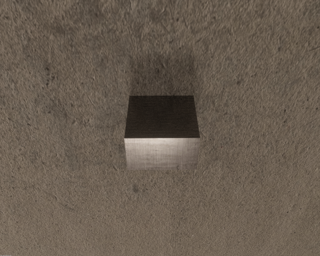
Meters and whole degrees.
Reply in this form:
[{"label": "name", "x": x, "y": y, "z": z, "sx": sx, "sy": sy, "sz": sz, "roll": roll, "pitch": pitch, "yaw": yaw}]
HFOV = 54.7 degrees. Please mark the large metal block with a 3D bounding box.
[{"label": "large metal block", "x": 0.002, "y": 0.004, "z": 0.375, "sx": 0.081, "sy": 0.080, "sz": 0.050, "roll": 0, "pitch": 130, "yaw": 0}]
